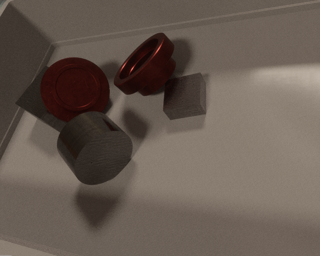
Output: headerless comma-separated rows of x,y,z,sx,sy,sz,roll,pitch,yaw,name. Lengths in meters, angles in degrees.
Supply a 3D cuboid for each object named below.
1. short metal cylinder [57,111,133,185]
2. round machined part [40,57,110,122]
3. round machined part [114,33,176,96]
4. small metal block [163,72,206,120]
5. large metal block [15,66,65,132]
-0.083,0.026,0.396,0.080,0.080,0.050,-47,52,-5,short metal cylinder
-0.123,-0.056,0.454,0.098,0.098,0.042,-57,13,-13,round machined part
-0.016,-0.084,0.438,0.098,0.042,0.098,-36,29,24,round machined part
0.034,-0.042,0.413,0.050,0.025,0.050,-9,58,23,small metal block
-0.174,-0.047,0.508,0.080,0.050,0.080,24,74,36,large metal block
